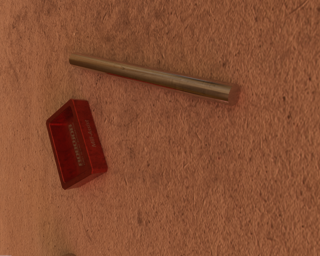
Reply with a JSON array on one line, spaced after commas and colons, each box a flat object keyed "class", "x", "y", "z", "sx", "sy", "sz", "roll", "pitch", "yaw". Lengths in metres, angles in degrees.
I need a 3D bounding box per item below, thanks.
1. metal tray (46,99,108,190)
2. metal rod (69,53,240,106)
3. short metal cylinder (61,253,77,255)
[{"class": "metal tray", "x": -0.142, "y": 0.027, "z": 0.519, "sx": 0.090, "sy": 0.030, "sz": 0.130, "roll": -31, "pitch": 71, "yaw": 35}, {"class": "metal rod", "x": -0.031, "y": -0.075, "z": 0.430, "sx": 0.300, "sy": 0.025, "sz": 0.025, "roll": 19, "pitch": 102, "yaw": 38}, {"class": "short metal cylinder", "x": -0.170, "y": 0.263, "z": 0.529, "sx": 0.080, "sy": 0.050, "sz": 0.080, "roll": 0, "pitch": 90, "yaw": 40}]
